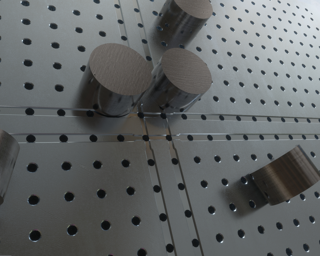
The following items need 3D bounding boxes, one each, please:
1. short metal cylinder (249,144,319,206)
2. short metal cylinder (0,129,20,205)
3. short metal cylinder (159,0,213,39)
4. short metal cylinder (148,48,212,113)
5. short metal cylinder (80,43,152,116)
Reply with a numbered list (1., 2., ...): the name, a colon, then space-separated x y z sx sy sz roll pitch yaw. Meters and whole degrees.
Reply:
1. short metal cylinder: 0.172 0.065 0.429 0.081 0.080 0.050 -22 74 -36
2. short metal cylinder: -0.169 0.031 0.263 0.081 0.080 0.050 15 56 -20
3. short metal cylinder: 0.045 -0.203 0.542 0.081 0.050 0.080 14 56 -21
4. short metal cylinder: 0.028 -0.069 0.451 0.081 0.050 0.080 14 56 -21
5. short metal cylinder: -0.057 -0.062 0.400 0.081 0.050 0.080 14 56 -21
